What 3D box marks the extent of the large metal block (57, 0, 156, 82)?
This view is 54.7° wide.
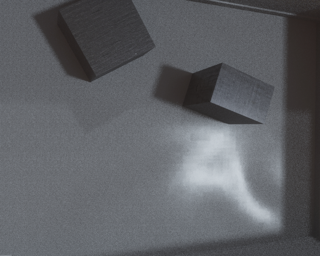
[{"bbox_3d":[-0.065,-0.112,0.373,0.080,0.050,0.080,-31,101,-17],"label":"large metal block"}]

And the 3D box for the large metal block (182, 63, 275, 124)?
[{"bbox_3d":[0.088,-0.041,0.414,0.080,0.080,0.050,20,84,-19],"label":"large metal block"}]
